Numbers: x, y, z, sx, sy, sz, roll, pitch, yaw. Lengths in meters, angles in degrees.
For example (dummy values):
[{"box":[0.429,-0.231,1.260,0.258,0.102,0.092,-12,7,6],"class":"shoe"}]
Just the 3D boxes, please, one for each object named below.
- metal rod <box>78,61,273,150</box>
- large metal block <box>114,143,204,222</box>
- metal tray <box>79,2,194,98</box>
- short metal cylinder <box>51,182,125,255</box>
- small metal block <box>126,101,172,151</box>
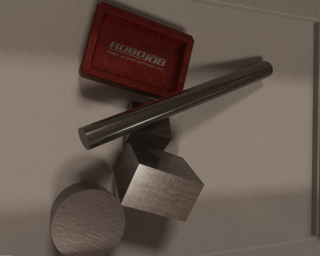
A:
[{"box":[0.042,-0.039,0.396,0.302,0.025,0.025,-23,98,-30],"class":"metal rod"},{"box":[-0.005,0.061,0.374,0.080,0.080,0.050,21,101,-19],"class":"large metal block"},{"box":[-0.028,-0.093,0.398,0.131,0.030,0.090,15,85,-20],"class":"metal tray"},{"box":[-0.087,0.108,0.366,0.081,0.050,0.079,0,90,-21],"class":"short metal cylinder"},{"box":[-0.015,-0.003,0.392,0.050,0.025,0.050,13,44,-20],"class":"small metal block"}]
